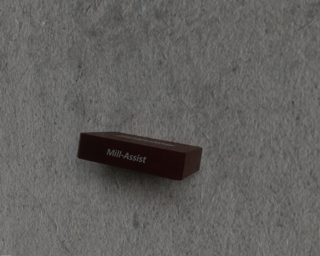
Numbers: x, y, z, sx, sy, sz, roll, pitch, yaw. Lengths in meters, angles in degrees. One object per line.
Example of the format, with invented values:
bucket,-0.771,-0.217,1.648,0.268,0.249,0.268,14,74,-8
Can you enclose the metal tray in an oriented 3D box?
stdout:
metal tray,-0.022,0.030,0.382,0.130,0.090,0.030,10,94,19
